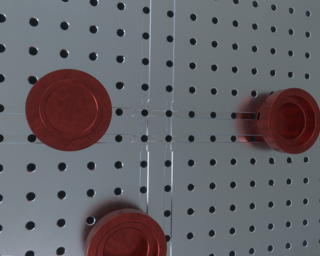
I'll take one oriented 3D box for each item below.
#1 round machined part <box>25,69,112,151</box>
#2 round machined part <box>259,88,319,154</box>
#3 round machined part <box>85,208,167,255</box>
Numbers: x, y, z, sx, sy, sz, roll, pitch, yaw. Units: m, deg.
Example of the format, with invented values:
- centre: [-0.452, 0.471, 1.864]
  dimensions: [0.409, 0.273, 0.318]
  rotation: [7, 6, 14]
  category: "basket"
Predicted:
- centre: [-0.105, -0.021, 0.365]
  dimensions: [0.099, 0.042, 0.097]
  rotation: [0, 90, -20]
  category: "round machined part"
- centre: [0.192, -0.010, 0.474]
  dimensions: [0.099, 0.042, 0.097]
  rotation: [0, 90, -20]
  category: "round machined part"
- centre: [-0.044, 0.149, 0.387]
  dimensions: [0.099, 0.042, 0.097]
  rotation: [0, 90, -20]
  category: "round machined part"
